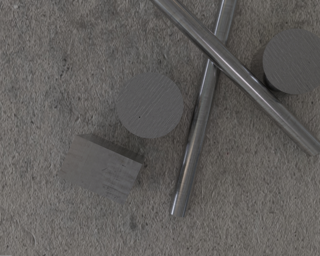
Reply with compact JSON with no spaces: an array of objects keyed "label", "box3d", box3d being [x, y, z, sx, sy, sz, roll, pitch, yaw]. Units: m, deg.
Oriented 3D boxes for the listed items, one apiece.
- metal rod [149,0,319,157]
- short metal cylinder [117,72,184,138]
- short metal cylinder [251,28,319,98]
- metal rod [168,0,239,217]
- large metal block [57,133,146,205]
[{"label":"metal rod","box3d":[0.096,-0.071,0.388,0.300,0.025,0.025,42,90,-9]},{"label":"short metal cylinder","box3d":[-0.012,-0.027,0.397,0.081,0.050,0.079,0,90,0]},{"label":"short metal cylinder","box3d":[0.164,-0.081,0.399,0.081,0.050,0.079,0,90,0]},{"label":"metal rod","box3d":[0.058,-0.032,0.410,0.025,0.025,0.298,14,90,0]},{"label":"large metal block","box3d":[-0.066,0.046,0.382,0.080,0.080,0.050,24,90,0]}]
